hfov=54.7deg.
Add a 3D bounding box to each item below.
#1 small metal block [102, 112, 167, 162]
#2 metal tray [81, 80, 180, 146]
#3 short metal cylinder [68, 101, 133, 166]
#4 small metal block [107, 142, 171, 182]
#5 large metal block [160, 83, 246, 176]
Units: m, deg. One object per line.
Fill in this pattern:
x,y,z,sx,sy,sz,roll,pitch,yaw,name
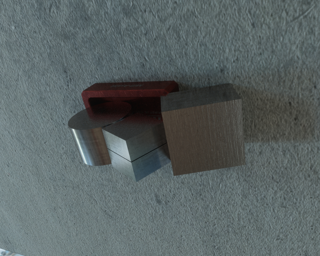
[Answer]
-0.028,0.008,0.344,0.050,0.050,0.025,21,130,49,small metal block
-0.034,-0.014,0.414,0.130,0.030,0.089,2,120,27,metal tray
-0.070,0.005,0.396,0.080,0.080,0.050,1,119,27,short metal cylinder
-0.023,0.031,0.355,0.050,0.050,0.025,21,130,49,small metal block
0.048,0.001,0.349,0.080,0.050,0.079,-10,117,3,large metal block
